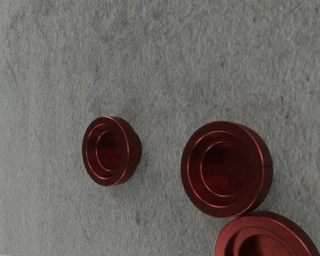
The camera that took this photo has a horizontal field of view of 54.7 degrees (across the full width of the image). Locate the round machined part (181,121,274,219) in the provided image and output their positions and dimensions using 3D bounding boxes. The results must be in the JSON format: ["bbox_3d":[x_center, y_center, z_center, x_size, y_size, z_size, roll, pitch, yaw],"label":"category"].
[{"bbox_3d":[0.073,0.043,0.327,0.098,0.042,0.097,-8,78,43],"label":"round machined part"}]

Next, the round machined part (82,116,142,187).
[{"bbox_3d":[-0.065,0.032,0.445,0.098,0.042,0.097,0,90,39],"label":"round machined part"}]

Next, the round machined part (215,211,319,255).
[{"bbox_3d":[0.107,0.130,0.304,0.098,0.042,0.097,0,90,39],"label":"round machined part"}]
